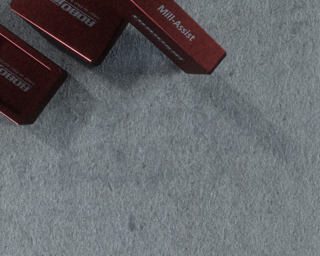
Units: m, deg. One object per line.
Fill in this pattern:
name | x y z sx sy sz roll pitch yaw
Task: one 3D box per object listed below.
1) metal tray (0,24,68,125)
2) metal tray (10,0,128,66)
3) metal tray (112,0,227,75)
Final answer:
metal tray | -0.201 -0.075 0.404 0.130 0.030 0.090 36 90 -1
metal tray | -0.113 -0.154 0.406 0.130 0.030 0.090 33 90 -1
metal tray | 0.007 -0.116 0.361 0.130 0.090 0.030 39 90 -17
